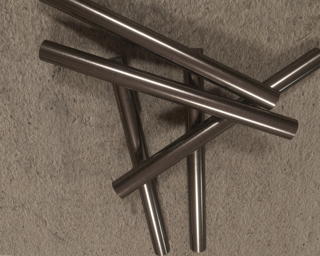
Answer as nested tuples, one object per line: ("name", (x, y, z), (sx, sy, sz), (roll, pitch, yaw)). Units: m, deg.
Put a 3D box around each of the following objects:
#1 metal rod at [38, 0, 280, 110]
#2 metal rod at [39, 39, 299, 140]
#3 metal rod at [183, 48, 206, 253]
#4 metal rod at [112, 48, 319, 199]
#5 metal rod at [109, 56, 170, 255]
("metal rod", (-0.005, -0.096, 0.353), (0.301, 0.025, 0.025), (25, 108, -2))
("metal rod", (0.010, -0.044, 0.358), (0.302, 0.025, 0.025), (18, 109, 0))
("metal rod", (0.049, 0.044, 0.426), (0.025, 0.025, 0.298), (-4, 110, 1))
("metal rod", (0.072, -0.005, 0.385), (0.301, 0.025, 0.025), (-34, 107, 2))
("metal rod", (-0.025, 0.052, 0.428), (0.025, 0.025, 0.298), (-11, 110, 3))
